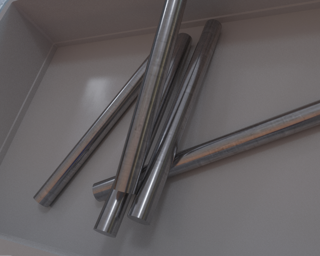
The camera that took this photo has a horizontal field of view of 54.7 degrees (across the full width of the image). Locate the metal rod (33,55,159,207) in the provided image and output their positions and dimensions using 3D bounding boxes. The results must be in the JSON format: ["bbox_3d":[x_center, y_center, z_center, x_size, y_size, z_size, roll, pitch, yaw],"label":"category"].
[{"bbox_3d":[-0.075,-0.015,0.454,0.025,0.025,0.300,30,78,37],"label":"metal rod"}]

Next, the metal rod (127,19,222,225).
[{"bbox_3d":[0.029,-0.028,0.385,0.025,0.025,0.300,4,57,30],"label":"metal rod"}]

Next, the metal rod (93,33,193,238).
[{"bbox_3d":[-0.010,-0.012,0.396,0.025,0.025,0.300,3,56,29],"label":"metal rod"}]

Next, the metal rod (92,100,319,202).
[{"bbox_3d":[0.056,0.028,0.358,0.301,0.025,0.025,-22,54,15],"label":"metal rod"}]

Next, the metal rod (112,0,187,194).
[{"bbox_3d":[0.000,-0.077,0.347,0.025,0.025,0.299,9,79,32],"label":"metal rod"}]
